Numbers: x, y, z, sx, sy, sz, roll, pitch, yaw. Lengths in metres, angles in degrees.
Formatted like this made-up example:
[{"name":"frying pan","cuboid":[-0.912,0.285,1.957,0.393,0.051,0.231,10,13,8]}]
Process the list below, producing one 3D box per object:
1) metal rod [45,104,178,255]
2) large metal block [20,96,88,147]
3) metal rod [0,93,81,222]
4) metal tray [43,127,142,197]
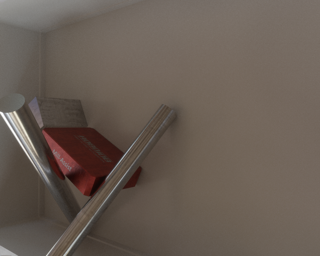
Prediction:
[{"name":"metal rod","cuboid":[-0.077,0.095,0.377,0.025,0.025,0.300,31,80,35]},{"name":"large metal block","cuboid":[-0.183,-0.009,0.519,0.080,0.081,0.050,-32,70,35]},{"name":"metal rod","cuboid":[-0.133,0.071,0.399,0.025,0.025,0.298,44,154,31]},{"name":"metal tray","cuboid":[-0.101,0.042,0.445,0.130,0.091,0.030,34,111,34]}]
